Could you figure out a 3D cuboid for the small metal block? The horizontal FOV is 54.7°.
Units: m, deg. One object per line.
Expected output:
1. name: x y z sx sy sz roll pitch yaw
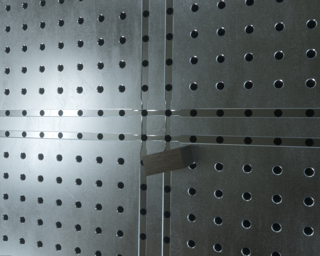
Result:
1. small metal block: 0.012 0.041 0.395 0.050 0.050 0.025 -15 85 19
